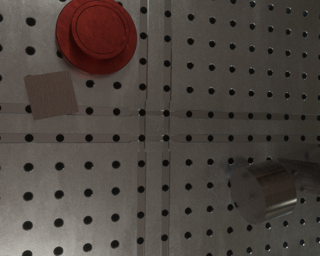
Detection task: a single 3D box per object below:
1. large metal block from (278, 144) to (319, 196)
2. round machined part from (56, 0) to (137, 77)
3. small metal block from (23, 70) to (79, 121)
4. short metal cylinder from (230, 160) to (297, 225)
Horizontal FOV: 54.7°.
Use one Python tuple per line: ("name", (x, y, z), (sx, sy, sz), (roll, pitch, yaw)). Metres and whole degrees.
("large metal block", (0.246, 0.062, 0.477), (0.081, 0.080, 0.050), (-16, 96, -20))
("round machined part", (-0.075, -0.114, 0.376), (0.099, 0.042, 0.097), (0, 90, -21))
("small metal block", (-0.128, -0.038, 0.366), (0.050, 0.025, 0.050), (-13, 95, -20))
("short metal cylinder", (0.143, 0.090, 0.438), (0.050, 0.080, 0.079), (-11, 94, -20))
